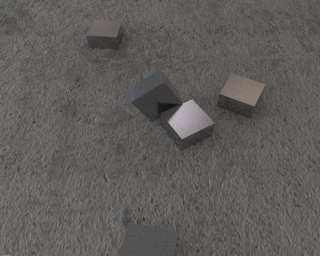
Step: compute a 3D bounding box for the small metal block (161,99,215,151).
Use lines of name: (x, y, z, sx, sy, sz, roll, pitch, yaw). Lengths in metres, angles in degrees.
small metal block: (0.035, -0.005, 0.407, 0.050, 0.025, 0.050, -25, 55, -20)

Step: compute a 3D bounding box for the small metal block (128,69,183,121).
small metal block: (-0.006, -0.042, 0.410, 0.050, 0.050, 0.025, -30, 49, 16)

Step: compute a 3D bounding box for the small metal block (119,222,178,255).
small metal block: (-0.012, 0.124, 0.298, 0.050, 0.025, 0.050, 9, 51, 7)

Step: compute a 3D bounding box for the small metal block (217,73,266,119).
small metal block: (0.116, -0.047, 0.443, 0.050, 0.025, 0.050, 23, 54, 18)

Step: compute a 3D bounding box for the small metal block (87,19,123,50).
small metal block: (-0.095, -0.163, 0.540, 0.050, 0.025, 0.050, 5, 50, 4)
